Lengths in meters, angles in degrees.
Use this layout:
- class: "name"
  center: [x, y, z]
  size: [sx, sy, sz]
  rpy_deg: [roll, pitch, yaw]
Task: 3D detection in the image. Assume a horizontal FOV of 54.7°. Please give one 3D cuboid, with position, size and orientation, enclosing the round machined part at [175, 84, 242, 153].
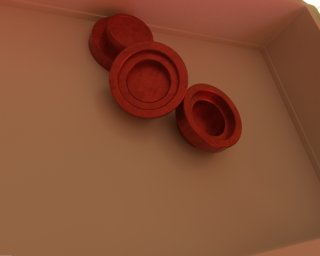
- class: "round machined part"
  center: [0.063, -0.010, 0.433]
  size: [0.099, 0.042, 0.098]
  rpy_deg: [15, 58, -25]

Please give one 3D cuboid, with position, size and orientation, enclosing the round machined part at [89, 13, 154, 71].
- class: "round machined part"
  center: [-0.049, -0.125, 0.446]
  size: [0.099, 0.042, 0.098]
  rpy_deg: [14, 56, -21]

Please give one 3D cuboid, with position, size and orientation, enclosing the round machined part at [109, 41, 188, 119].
- class: "round machined part"
  center: [-0.015, -0.060, 0.405]
  size: [0.099, 0.042, 0.097]
  rpy_deg: [0, 87, -3]
